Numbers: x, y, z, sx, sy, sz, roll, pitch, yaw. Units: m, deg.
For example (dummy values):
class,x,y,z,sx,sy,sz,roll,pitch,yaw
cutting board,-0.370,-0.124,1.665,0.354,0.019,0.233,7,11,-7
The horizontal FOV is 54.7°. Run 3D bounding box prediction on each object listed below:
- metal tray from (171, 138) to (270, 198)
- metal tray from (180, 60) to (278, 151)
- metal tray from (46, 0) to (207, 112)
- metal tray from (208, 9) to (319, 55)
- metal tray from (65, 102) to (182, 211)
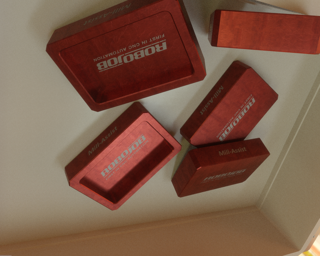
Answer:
class,x,y,z,sx,sy,sz,roll,pitch,yaw
metal tray,0.092,0.061,0.474,0.131,0.030,0.089,-7,144,-25
metal tray,0.102,-0.020,0.451,0.090,0.030,0.130,30,101,-38
metal tray,-0.030,-0.072,0.305,0.130,0.030,0.090,-15,133,17
metal tray,0.097,-0.099,0.314,0.091,0.130,0.030,6,109,5
metal tray,-0.046,0.040,0.406,0.130,0.030,0.090,-43,130,1
